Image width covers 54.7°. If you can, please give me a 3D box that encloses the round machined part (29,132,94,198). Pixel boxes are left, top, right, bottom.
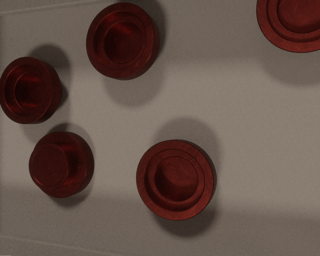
[{"bbox_3d":[-0.150,0.054,0.453,0.098,0.042,0.097,0,90,19],"label":"round machined part"}]

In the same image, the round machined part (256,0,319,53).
[{"bbox_3d":[0.159,-0.132,0.338,0.098,0.042,0.097,6,105,21],"label":"round machined part"}]

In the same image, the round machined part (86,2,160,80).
[{"bbox_3d":[-0.046,-0.113,0.417,0.098,0.042,0.097,0,90,19],"label":"round machined part"}]

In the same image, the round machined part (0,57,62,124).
[{"bbox_3d":[-0.189,-0.054,0.466,0.098,0.042,0.097,0,90,19],"label":"round machined part"}]

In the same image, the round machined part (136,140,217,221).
[{"bbox_3d":[0.023,0.063,0.393,0.098,0.042,0.097,0,90,19],"label":"round machined part"}]
